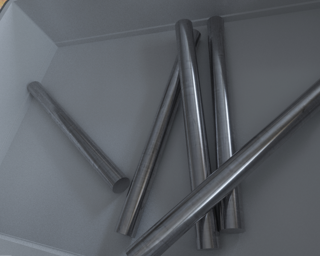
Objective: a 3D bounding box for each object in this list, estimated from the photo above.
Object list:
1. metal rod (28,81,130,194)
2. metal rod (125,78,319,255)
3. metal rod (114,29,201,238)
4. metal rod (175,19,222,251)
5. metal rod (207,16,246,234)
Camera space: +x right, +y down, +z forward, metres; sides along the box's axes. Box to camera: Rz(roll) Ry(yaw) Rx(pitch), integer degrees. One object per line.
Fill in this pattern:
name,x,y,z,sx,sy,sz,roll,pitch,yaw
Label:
metal rod,-0.140,-0.002,0.480,0.025,0.025,0.300,-47,51,-5
metal rod,0.090,0.029,0.312,0.301,0.025,0.025,-39,51,-10
metal rod,0.005,-0.010,0.409,0.025,0.025,0.300,5,64,30
metal rod,0.041,-0.013,0.374,0.025,0.025,0.299,-14,61,20
metal rod,0.077,-0.027,0.381,0.025,0.025,0.299,-12,57,22
